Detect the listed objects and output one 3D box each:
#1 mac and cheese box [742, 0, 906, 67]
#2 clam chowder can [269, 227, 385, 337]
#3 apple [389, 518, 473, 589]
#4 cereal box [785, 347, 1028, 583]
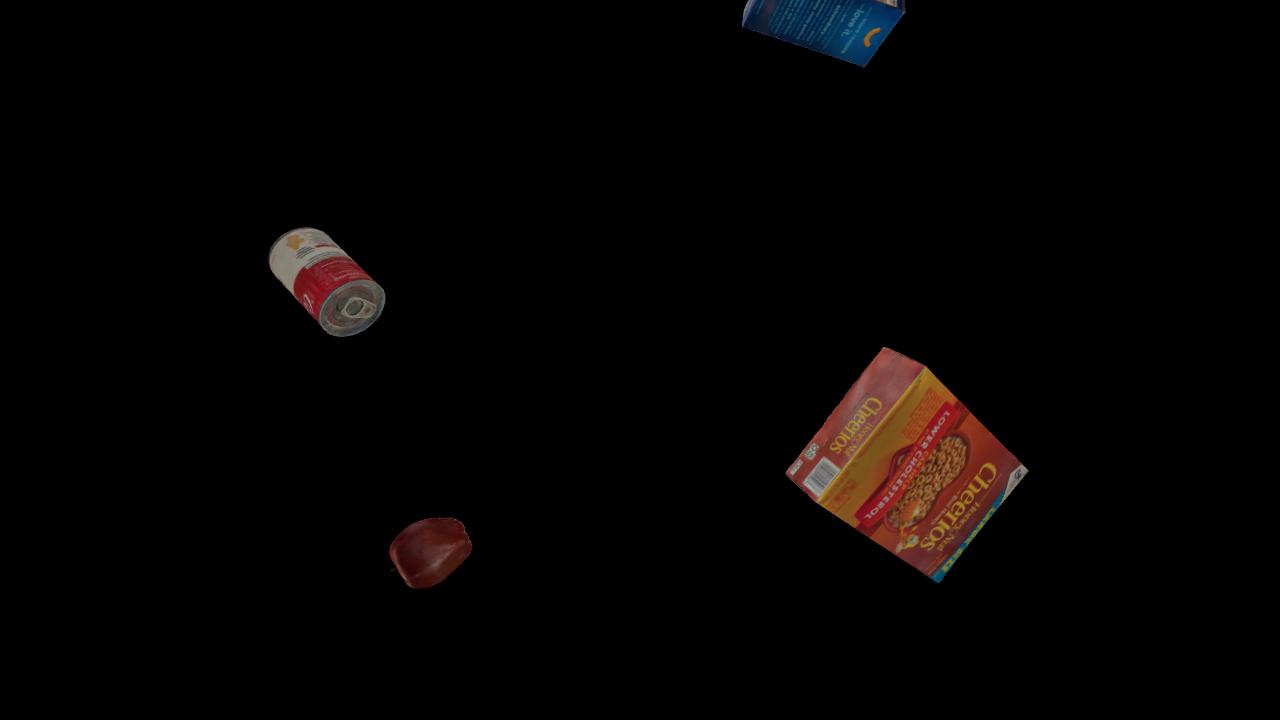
[{"bbox_3d":[0.237,-0.457,0.806,0.184,0.041,0.093,13,-25,-10],"label":"mac and cheese box"},{"bbox_3d":[-0.315,-0.080,0.619,0.102,0.068,0.068,40,17,21],"label":"clam chowder can"},{"bbox_3d":[-0.252,0.227,0.734,0.093,0.079,0.079,-26,11,-25],"label":"apple"},{"bbox_3d":[0.355,0.146,0.797,0.306,0.203,0.081,35,4,-30],"label":"cereal box"}]
